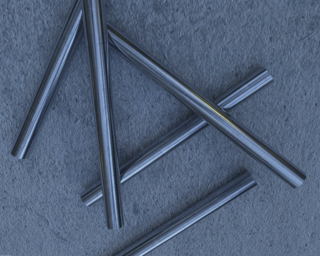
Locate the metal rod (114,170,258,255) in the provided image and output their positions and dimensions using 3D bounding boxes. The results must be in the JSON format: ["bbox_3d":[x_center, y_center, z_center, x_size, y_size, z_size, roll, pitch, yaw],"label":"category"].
[{"bbox_3d":[0.012,0.156,0.467,0.300,0.025,0.025,-36,106,12],"label":"metal rod"}]

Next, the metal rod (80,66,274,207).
[{"bbox_3d":[0.014,0.018,0.416,0.300,0.025,0.025,-35,107,12],"label":"metal rod"}]

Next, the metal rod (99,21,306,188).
[{"bbox_3d":[0.052,-0.026,0.376,0.301,0.025,0.025,37,106,-3],"label":"metal rod"}]

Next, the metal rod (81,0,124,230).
[{"bbox_3d":[-0.067,-0.007,0.379,0.025,0.025,0.298,-2,110,0],"label":"metal rod"}]

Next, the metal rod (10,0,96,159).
[{"bbox_3d":[-0.118,-0.088,0.375,0.025,0.025,0.298,27,108,-10],"label":"metal rod"}]
